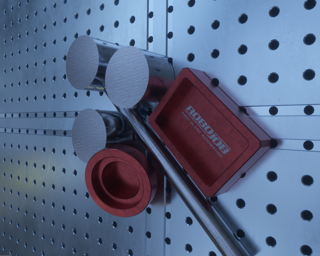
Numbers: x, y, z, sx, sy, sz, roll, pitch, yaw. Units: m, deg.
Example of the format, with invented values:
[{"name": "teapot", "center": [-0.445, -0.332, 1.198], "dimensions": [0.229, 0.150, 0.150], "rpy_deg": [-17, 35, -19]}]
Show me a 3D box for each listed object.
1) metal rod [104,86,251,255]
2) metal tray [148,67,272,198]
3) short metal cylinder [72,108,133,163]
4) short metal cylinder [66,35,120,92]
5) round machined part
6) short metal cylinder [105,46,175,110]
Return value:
[{"name": "metal rod", "center": [0.008, 0.043, 0.403], "dimensions": [0.300, 0.025, 0.025], "rpy_deg": [52, 120, 27]}, {"name": "metal tray", "center": [0.051, 0.003, 0.363], "dimensions": [0.130, 0.030, 0.090], "rpy_deg": [51, 120, 27]}, {"name": "short metal cylinder", "center": [-0.087, 0.011, 0.465], "dimensions": [0.080, 0.050, 0.080], "rpy_deg": [0, 90, 40]}, {"name": "short metal cylinder", "center": [-0.100, -0.097, 0.476], "dimensions": [0.080, 0.050, 0.080], "rpy_deg": [0, 90, 40]}, {"name": "round machined part", "center": [-0.049, 0.068, 0.425], "dimensions": [0.098, 0.042, 0.097], "rpy_deg": [6, 107, 19]}, {"name": "short metal cylinder", "center": [-0.028, -0.065, 0.415], "dimensions": [0.080, 0.050, 0.080], "rpy_deg": [0, 90, 40]}]
